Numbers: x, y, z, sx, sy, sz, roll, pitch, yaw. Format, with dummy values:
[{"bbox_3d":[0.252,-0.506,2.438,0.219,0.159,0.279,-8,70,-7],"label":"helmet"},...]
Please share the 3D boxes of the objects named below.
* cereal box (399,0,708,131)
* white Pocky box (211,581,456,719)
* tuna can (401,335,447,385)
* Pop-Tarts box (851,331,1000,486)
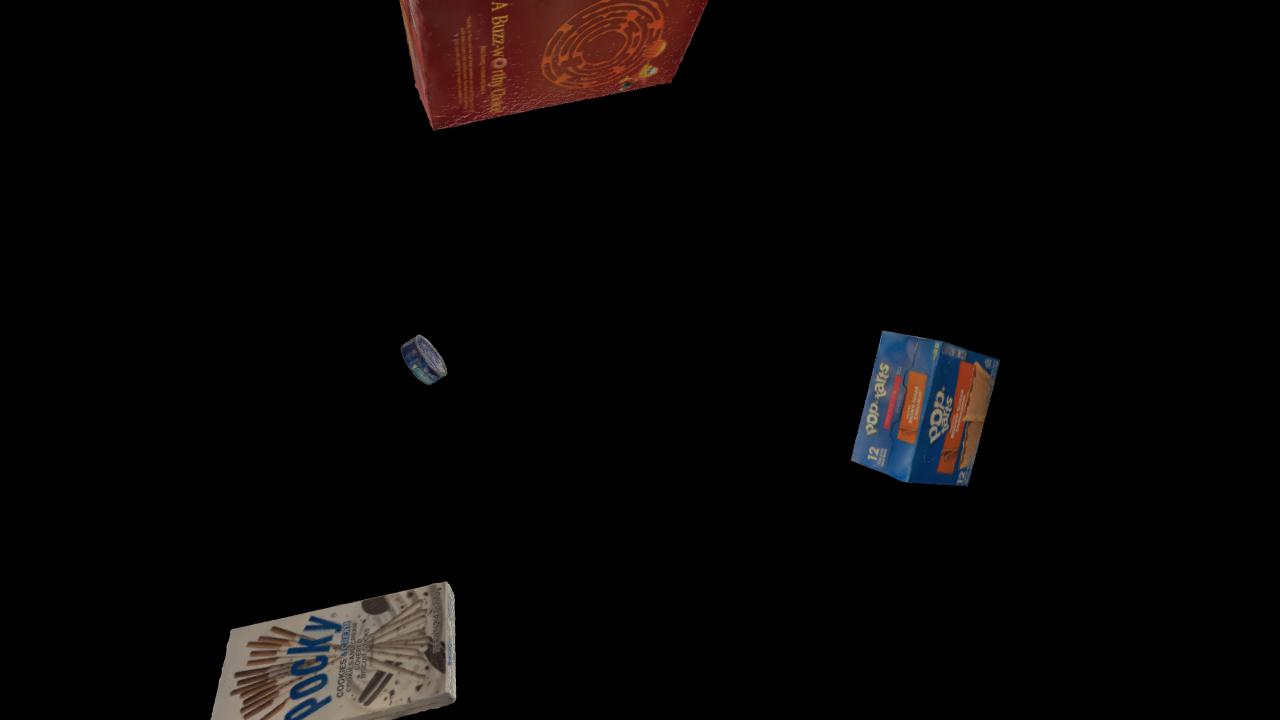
[{"bbox_3d":[-0.082,-0.351,0.634,0.306,0.081,0.203,-20,-6,-16],"label":"cereal box"},{"bbox_3d":[-0.209,0.214,0.431,0.154,0.028,0.084,-11,46,-8],"label":"white Pocky box"},{"bbox_3d":[-0.369,0.000,1.050,0.034,0.084,0.084,-32,0,0],"label":"tuna can"},{"bbox_3d":[0.353,0.062,0.759,0.141,0.167,0.083,11,3,-35],"label":"Pop-Tarts box"}]
